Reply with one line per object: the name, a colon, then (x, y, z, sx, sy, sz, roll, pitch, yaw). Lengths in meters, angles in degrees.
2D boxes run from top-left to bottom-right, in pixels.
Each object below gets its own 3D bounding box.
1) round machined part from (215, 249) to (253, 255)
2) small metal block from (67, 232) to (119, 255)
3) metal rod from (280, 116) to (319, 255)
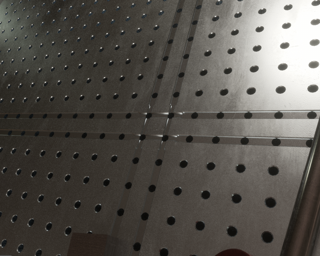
round machined part: (0.064, 0.153, 0.248, 0.097, 0.042, 0.098, -54, 15, 23)
small metal block: (-0.079, 0.150, 0.356, 0.050, 0.025, 0.050, -6, 59, 25)
metal rod: (0.120, 0.115, 0.274, 0.025, 0.025, 0.300, 13, 68, 33)
